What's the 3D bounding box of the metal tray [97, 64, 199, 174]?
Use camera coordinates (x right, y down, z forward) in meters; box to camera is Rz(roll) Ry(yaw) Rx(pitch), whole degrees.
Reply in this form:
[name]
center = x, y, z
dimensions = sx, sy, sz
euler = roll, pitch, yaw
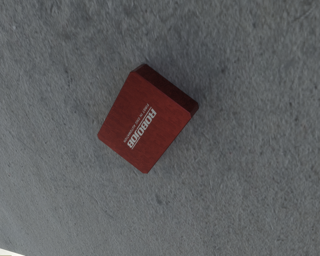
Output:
[metal tray]
center = -0.020, -0.007, 0.410
dimensions = 0.090, 0.030, 0.129
euler = 38, 129, 3
